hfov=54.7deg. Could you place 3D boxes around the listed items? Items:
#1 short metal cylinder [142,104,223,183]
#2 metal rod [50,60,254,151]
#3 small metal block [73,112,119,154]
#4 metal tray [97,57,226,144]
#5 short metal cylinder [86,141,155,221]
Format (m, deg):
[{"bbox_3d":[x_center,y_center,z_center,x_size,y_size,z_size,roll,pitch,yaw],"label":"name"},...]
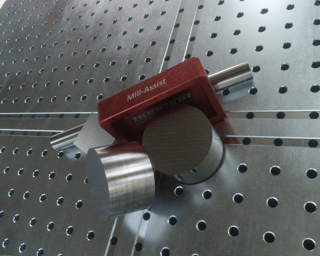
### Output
[{"bbox_3d":[0.027,0.019,0.355,0.080,0.050,0.080,-8,67,21],"label":"short metal cylinder"},{"bbox_3d":[-0.023,-0.025,0.431,0.301,0.025,0.025,-19,54,16],"label":"metal rod"},{"bbox_3d":[-0.081,0.014,0.421,0.050,0.025,0.050,33,96,19],"label":"small metal block"},{"bbox_3d":[0.004,-0.021,0.373,0.130,0.090,0.030,-24,53,13],"label":"metal tray"},{"bbox_3d":[-0.047,0.058,0.348,0.050,0.079,0.080,-9,45,-28],"label":"short metal cylinder"}]
